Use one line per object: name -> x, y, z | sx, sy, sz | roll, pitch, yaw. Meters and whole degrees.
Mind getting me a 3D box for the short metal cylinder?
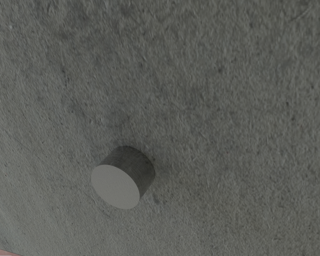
short metal cylinder -> -0.055, 0.074, 0.463 | 0.080, 0.050, 0.079 | 13, 124, 20
